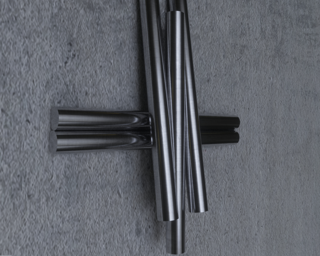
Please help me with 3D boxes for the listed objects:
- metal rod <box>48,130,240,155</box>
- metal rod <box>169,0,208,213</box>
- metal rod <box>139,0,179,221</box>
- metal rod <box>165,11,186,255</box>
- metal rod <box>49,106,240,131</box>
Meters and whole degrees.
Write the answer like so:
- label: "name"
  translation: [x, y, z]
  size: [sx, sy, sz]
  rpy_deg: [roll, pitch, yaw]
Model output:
- label: "metal rod"
  translation: [0.006, 0.015, 0.414]
  size: [0.302, 0.025, 0.025]
  rpy_deg: [0, 90, -40]
- label: "metal rod"
  translation: [0.036, -0.042, 0.411]
  size: [0.025, 0.025, 0.298]
  rpy_deg: [0, 82, -40]
- label: "metal rod"
  translation: [-0.003, -0.041, 0.378]
  size: [0.025, 0.025, 0.298]
  rpy_deg: [0, 82, -40]
- label: "metal rod"
  translation: [0.019, 0.006, 0.391]
  size: [0.025, 0.025, 0.298]
  rpy_deg: [0, 90, -40]
- label: "metal rod"
  translation: [0.007, -0.010, 0.415]
  size: [0.302, 0.025, 0.025]
  rpy_deg: [0, 90, -40]
